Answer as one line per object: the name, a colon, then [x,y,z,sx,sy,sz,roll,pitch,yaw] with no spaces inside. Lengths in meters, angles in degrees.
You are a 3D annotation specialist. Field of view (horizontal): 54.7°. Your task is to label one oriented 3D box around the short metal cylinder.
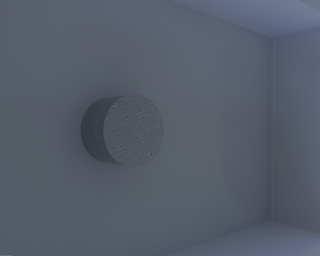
short metal cylinder: [-0.042,0.003,0.356,0.081,0.050,0.079,0,90,-40]
